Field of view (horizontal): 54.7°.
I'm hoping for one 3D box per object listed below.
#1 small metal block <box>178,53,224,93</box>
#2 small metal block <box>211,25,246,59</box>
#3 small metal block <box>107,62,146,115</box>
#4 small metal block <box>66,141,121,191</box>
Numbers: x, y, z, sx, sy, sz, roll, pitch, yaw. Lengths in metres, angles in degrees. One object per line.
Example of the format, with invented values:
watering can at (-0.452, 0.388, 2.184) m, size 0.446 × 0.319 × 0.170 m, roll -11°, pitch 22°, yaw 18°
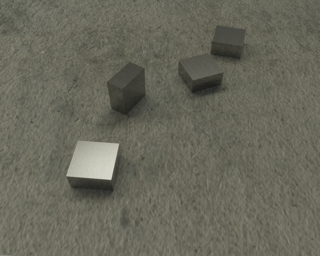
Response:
small metal block at (0.062, -0.085, 0.476) m, size 0.050 × 0.025 × 0.050 m, roll -17°, pitch 52°, yaw -14°
small metal block at (0.117, -0.147, 0.529) m, size 0.050 × 0.025 × 0.050 m, roll 12°, pitch 51°, yaw 9°
small metal block at (-0.045, -0.055, 0.433) m, size 0.025 × 0.050 × 0.050 m, roll 26°, pitch 55°, yaw 20°
small metal block at (-0.076, 0.044, 0.365) m, size 0.050 × 0.025 × 0.050 m, roll 4°, pitch 50°, yaw 3°
